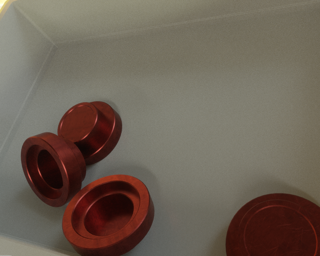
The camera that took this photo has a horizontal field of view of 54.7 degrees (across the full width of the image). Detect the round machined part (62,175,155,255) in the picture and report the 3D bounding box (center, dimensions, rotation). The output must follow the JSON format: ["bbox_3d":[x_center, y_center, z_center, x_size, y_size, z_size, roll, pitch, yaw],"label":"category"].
[{"bbox_3d":[-0.054,0.102,0.346,0.098,0.042,0.098,-10,36,8],"label":"round machined part"}]

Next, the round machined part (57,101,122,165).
[{"bbox_3d":[-0.108,0.001,0.451,0.098,0.042,0.098,-13,56,21],"label":"round machined part"}]

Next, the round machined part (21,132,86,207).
[{"bbox_3d":[-0.137,0.052,0.413,0.098,0.097,0.042,13,23,33],"label":"round machined part"}]

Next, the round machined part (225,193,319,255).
[{"bbox_3d":[0.106,0.102,0.270,0.098,0.042,0.098,-14,50,17],"label":"round machined part"}]
